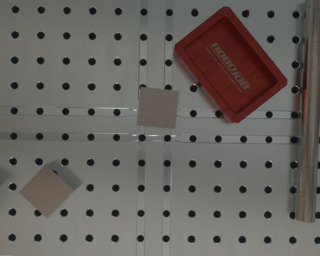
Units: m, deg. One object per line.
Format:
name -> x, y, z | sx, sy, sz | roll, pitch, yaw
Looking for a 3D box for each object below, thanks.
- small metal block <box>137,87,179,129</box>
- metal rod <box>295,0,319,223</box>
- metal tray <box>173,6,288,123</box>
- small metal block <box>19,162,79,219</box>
small metal block -> -0.003, -0.026, 0.413 | 0.050, 0.025, 0.050 | 6, 90, -1
metal rod -> 0.202, -0.026, 0.416 | 0.025, 0.025, 0.298 | 3, 90, -1
metal tray -> 0.091, -0.081, 0.411 | 0.090, 0.030, 0.130 | -39, 91, -1
small metal block -> -0.147, 0.082, 0.412 | 0.050, 0.025, 0.050 | 43, 90, -1
